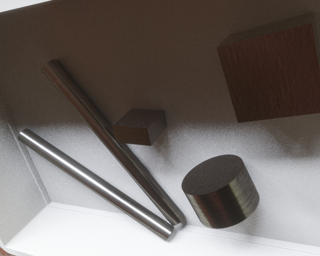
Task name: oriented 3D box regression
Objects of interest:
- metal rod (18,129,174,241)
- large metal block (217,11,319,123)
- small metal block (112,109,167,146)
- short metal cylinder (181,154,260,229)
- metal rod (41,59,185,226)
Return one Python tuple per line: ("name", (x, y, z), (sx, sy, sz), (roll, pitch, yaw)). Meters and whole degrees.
("metal rod", (-0.110, 0.087, 0.506), (0.301, 0.025, 0.025), (31, 128, 12))
("large metal block", (0.110, -0.056, 0.299), (0.080, 0.050, 0.080), (-8, 115, 31))
("small metal block", (-0.025, -0.002, 0.403), (0.050, 0.050, 0.025), (4, 120, 26))
("short metal cylinder", (0.074, 0.076, 0.380), (0.080, 0.080, 0.050), (-17, 110, 34))
("metal rod", (-0.064, 0.027, 0.457), (0.025, 0.025, 0.300), (-32, 101, 38))
